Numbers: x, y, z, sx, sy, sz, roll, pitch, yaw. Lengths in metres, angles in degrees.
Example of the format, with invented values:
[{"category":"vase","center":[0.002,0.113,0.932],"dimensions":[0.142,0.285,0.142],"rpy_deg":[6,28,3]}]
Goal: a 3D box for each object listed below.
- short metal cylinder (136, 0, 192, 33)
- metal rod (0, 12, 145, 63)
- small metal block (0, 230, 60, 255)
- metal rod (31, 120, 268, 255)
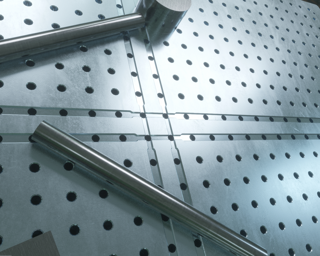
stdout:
[{"category":"short metal cylinder","center":[0.006,-0.207,0.521],"dimensions":[0.081,0.050,0.080],"rpy_deg":[14,56,-21]},{"category":"metal rod","center":[-0.138,-0.116,0.404],"dimensions":[0.302,0.025,0.025],"rpy_deg":[-28,78,-37]},{"category":"small metal block","center":[-0.113,0.126,0.270],"dimensions":[0.050,0.025,0.050],"rpy_deg":[-17,70,-35]},{"category":"metal rod","center":[-0.005,0.080,0.356],"dimensions":[0.301,0.025,0.025],"rpy_deg":[32,52,-8]}]
